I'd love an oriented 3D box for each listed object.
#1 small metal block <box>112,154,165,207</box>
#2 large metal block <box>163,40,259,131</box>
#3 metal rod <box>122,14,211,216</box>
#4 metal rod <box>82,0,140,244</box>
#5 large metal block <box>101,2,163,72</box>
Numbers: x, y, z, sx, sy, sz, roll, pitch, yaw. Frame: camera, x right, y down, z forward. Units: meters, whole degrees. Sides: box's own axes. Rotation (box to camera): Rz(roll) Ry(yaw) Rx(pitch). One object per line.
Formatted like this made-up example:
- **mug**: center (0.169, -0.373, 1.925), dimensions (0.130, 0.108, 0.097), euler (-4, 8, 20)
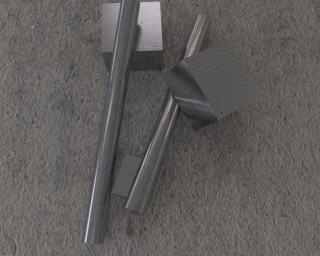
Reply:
- **small metal block**: center (-0.026, 0.065, 0.384), dimensions (0.050, 0.025, 0.050), euler (16, 71, 5)
- **large metal block**: center (0.064, -0.054, 0.390), dimensions (0.081, 0.050, 0.080), euler (-30, 91, -32)
- **metal rod**: center (0.018, -0.035, 0.404), dimensions (0.025, 0.025, 0.300), euler (18, 65, 6)
- **metal rod**: center (-0.058, -0.015, 0.380), dimensions (0.025, 0.025, 0.299), euler (7, 82, 2)
- **large metal block**: center (-0.038, -0.129, 0.442), dimensions (0.081, 0.050, 0.080), euler (-3, 70, -1)
